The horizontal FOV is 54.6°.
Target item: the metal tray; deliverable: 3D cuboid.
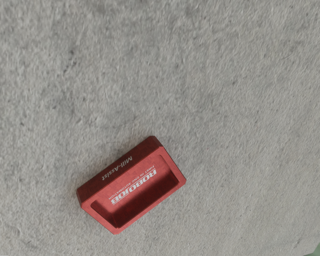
[{"bbox_3d":[-0.036,0.082,0.433,0.130,0.030,0.090,-36,129,-4],"label":"metal tray"}]
